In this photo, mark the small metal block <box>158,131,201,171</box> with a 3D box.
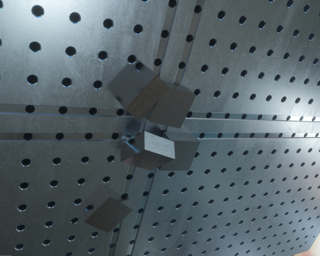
[{"bbox_3d":[0.024,0.034,0.447,0.050,0.025,0.050,4,116,-31],"label":"small metal block"}]

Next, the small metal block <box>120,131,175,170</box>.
[{"bbox_3d":[-0.016,0.032,0.407,0.050,0.025,0.050,21,143,-36],"label":"small metal block"}]

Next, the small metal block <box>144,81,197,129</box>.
[{"bbox_3d":[0.011,-0.031,0.400,0.050,0.025,0.050,12,112,-34],"label":"small metal block"}]

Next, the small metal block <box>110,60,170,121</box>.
[{"bbox_3d":[-0.024,-0.044,0.356,0.050,0.050,0.025,-47,130,4],"label":"small metal block"}]

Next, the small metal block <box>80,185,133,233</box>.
[{"bbox_3d":[-0.076,0.117,0.443,0.050,0.025,0.050,-45,130,2],"label":"small metal block"}]
